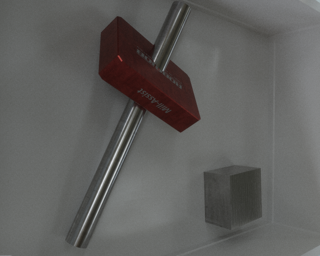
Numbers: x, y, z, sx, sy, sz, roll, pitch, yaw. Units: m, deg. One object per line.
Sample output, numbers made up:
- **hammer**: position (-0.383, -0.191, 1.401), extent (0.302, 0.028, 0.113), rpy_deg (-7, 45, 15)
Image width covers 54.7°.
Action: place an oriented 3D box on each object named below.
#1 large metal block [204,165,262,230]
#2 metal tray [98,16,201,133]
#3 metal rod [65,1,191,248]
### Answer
- **large metal block**: position (0.116, 0.106, 0.491), extent (0.081, 0.050, 0.079), rpy_deg (-4, 93, -40)
- **metal tray**: position (-0.010, -0.061, 0.365), extent (0.130, 0.030, 0.090), rpy_deg (33, 33, -35)
- **metal rod**: position (-0.032, -0.012, 0.356), extent (0.025, 0.025, 0.299), rpy_deg (30, 79, -37)
